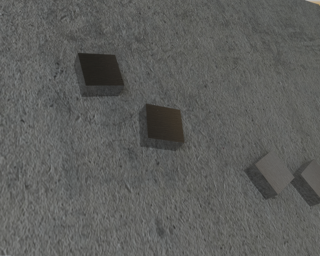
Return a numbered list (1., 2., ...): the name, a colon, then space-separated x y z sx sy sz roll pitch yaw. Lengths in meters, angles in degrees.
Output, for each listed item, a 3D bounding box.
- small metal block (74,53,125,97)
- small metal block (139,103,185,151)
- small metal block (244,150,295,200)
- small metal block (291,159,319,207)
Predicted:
1. small metal block: -0.080 -0.069 0.402 0.050 0.025 0.050 -5 64 -30
2. small metal block: 0.001 0.000 0.404 0.050 0.025 0.050 9 58 -24
3. small metal block: 0.158 0.067 0.448 0.050 0.025 0.050 -27 77 -37
4. small metal block: 0.235 0.084 0.479 0.050 0.025 0.050 -30 78 -38
